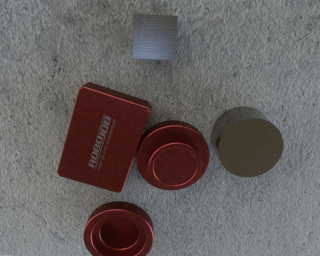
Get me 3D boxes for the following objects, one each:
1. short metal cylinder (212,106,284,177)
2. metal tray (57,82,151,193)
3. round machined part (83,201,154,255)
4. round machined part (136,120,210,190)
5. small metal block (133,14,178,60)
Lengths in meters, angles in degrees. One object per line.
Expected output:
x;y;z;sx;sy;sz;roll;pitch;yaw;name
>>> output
0.112;0.017;0.404;0.081;0.050;0.079;0;110;-1;short metal cylinder
-0.075;0.015;0.412;0.091;0.030;0.129;18;109;-7;metal tray
-0.058;0.149;0.455;0.099;0.042;0.097;0;110;-1;round machined part
0.018;0.042;0.413;0.099;0.042;0.097;-2;112;-4;round machined part
-0.006;-0.109;0.370;0.050;0.025;0.050;2;110;-2;small metal block
